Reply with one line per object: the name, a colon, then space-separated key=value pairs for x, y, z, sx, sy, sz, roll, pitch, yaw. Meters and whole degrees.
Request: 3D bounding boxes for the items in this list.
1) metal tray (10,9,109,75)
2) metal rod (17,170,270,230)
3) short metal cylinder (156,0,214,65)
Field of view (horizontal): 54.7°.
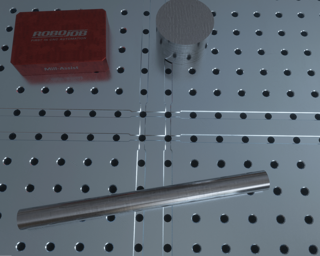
metal tray: x=-0.143 y=-0.126 z=0.454 sx=0.131 sy=0.030 sz=0.090 roll=-3 pitch=70 yaw=-2
metal rod: x=-0.016 y=0.087 z=0.379 sx=0.302 sy=0.025 sz=0.025 roll=-8 pitch=70 yaw=-4
short metal cylinder: x=0.034 y=-0.140 z=0.450 sx=0.081 sy=0.050 sz=0.080 roll=0 pitch=70 yaw=-1
